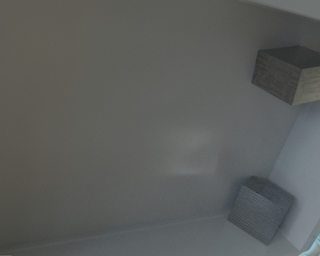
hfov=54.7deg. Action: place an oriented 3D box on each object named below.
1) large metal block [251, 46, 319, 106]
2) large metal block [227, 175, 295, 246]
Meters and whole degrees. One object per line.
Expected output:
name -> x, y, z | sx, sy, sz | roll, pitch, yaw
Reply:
large metal block -> 0.190, -0.076, 0.432 | 0.081, 0.080, 0.050 | -12, 124, -23
large metal block -> 0.180, 0.146, 0.556 | 0.050, 0.080, 0.079 | -18, 131, -51
